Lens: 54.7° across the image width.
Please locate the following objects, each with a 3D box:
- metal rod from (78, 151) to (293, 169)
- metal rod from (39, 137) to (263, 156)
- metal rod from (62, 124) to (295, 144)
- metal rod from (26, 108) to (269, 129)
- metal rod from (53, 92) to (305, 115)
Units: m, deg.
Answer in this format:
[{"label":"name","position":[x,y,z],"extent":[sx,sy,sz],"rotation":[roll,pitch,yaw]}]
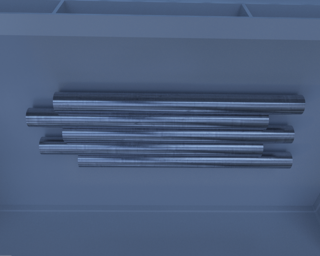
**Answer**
[{"label":"metal rod","position":[0.036,0.045,0.446],"extent":[0.302,0.025,0.025],"rotation":[1,130,-1]},{"label":"metal rod","position":[-0.011,0.026,0.429],"extent":[0.302,0.025,0.025],"rotation":[1,130,-1]},{"label":"metal rod","position":[0.025,0.007,0.414],"extent":[0.302,0.025,0.025],"rotation":[1,130,-1]},{"label":"metal rod","position":[-0.014,-0.012,0.397],"extent":[0.302,0.025,0.025],"rotation":[1,130,-1]},{"label":"metal rod","position":[0.024,-0.030,0.382],"extent":[0.302,0.025,0.025],"rotation":[1,130,-1]}]
